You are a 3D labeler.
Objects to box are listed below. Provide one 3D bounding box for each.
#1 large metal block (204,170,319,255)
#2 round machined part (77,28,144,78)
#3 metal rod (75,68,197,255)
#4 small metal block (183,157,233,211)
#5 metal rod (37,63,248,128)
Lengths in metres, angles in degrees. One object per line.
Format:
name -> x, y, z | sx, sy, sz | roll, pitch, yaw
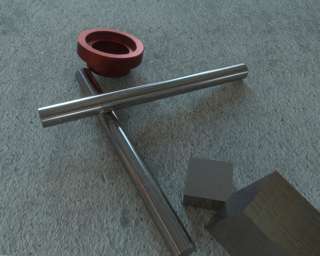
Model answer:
large metal block -> 0.098, 0.095, 0.275 | 0.080, 0.080, 0.050 | 46, 61, 9
round machined part -> -0.077, -0.112, 0.475 | 0.099, 0.042, 0.098 | 10, 38, -7
metal rod -> -0.046, 0.021, 0.385 | 0.025, 0.025, 0.300 | -22, 54, -18
small metal block -> 0.055, 0.063, 0.351 | 0.050, 0.025, 0.050 | 8, 50, 6
metal rod -> -0.006, -0.050, 0.422 | 0.302, 0.025, 0.025 | -16, 52, -22
